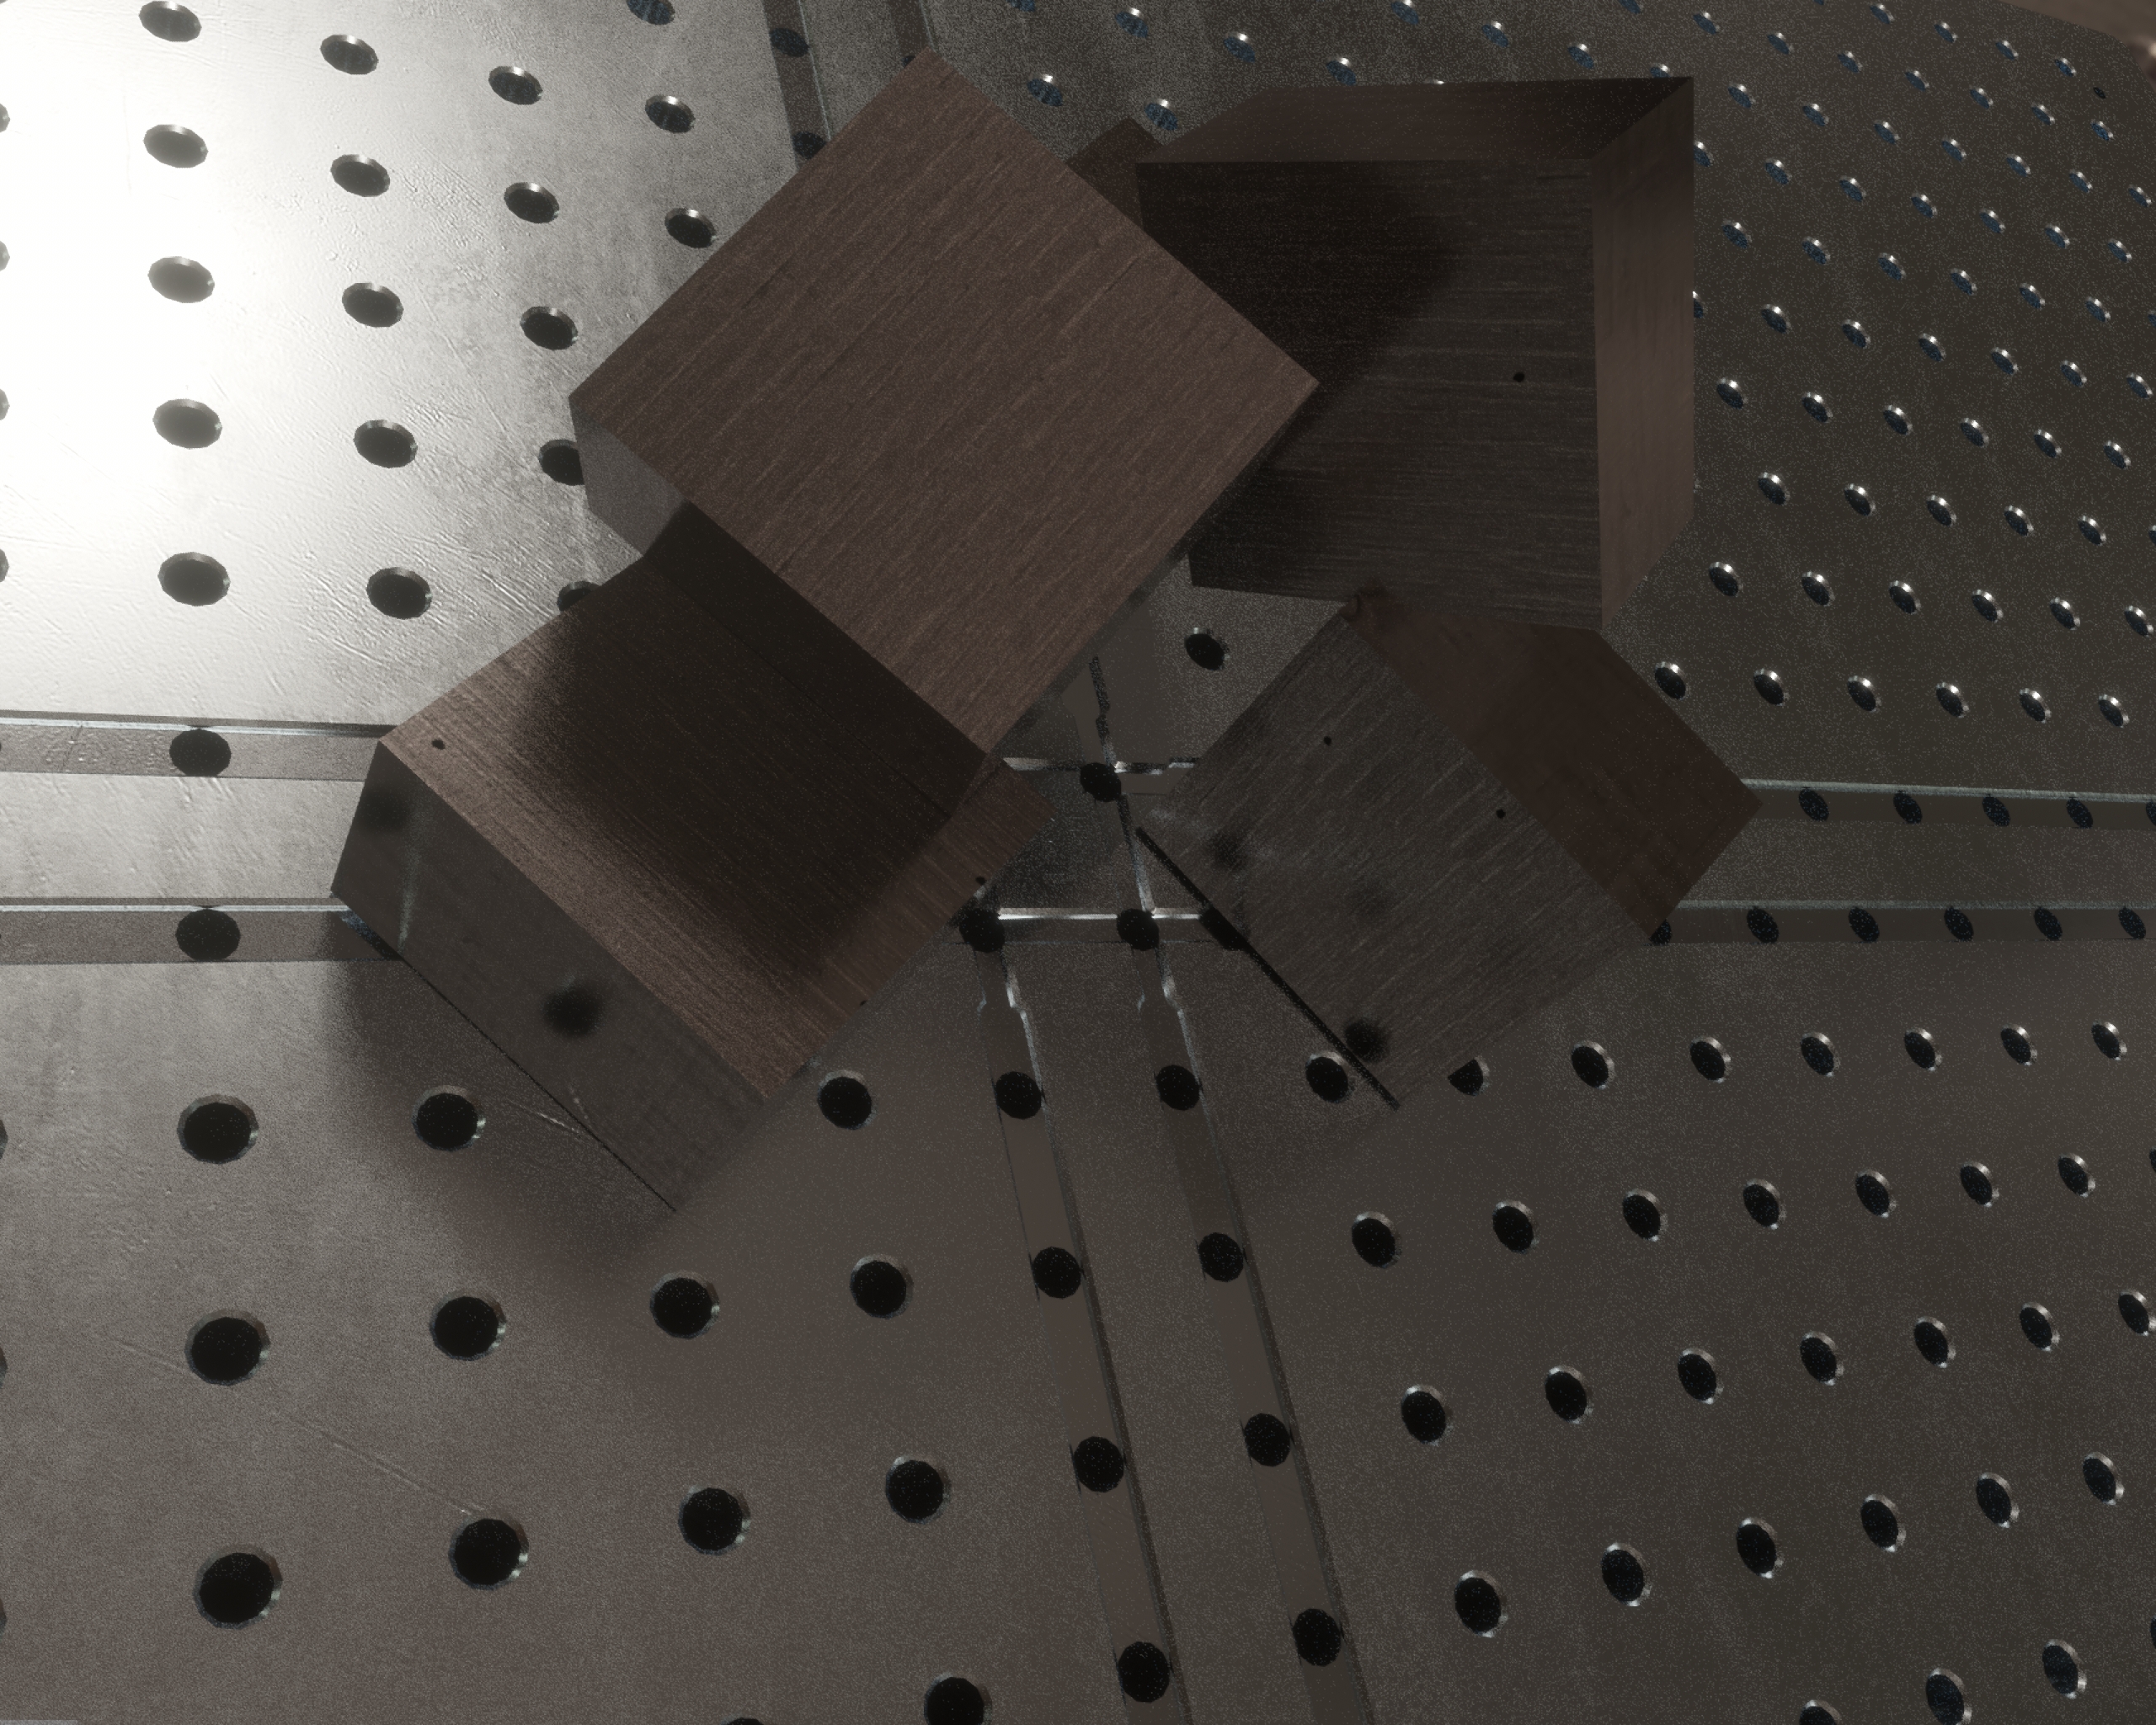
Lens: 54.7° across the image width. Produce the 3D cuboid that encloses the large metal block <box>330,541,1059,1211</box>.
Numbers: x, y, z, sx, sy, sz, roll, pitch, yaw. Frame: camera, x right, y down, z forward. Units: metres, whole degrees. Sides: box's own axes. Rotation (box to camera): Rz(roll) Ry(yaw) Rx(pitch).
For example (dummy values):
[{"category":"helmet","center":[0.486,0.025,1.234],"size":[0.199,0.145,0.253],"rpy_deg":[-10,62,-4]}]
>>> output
[{"category":"large metal block","center":[-0.065,-0.002,0.359],"size":[0.080,0.050,0.080],"rpy_deg":[43,51,1]}]

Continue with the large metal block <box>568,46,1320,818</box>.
[{"category":"large metal block","center":[-0.022,-0.067,0.338],"size":[0.080,0.050,0.080],"rpy_deg":[41,76,-1]}]

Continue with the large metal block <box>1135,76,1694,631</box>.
[{"category":"large metal block","center":[0.063,-0.092,0.374],"size":[0.080,0.079,0.050],"rpy_deg":[11,37,30]}]

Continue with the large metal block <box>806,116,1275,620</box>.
[{"category":"large metal block","center":[-0.008,-0.091,0.424],"size":[0.050,0.080,0.080],"rpy_deg":[41,51,-1]}]

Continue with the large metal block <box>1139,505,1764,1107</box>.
[{"category":"large metal block","center":[0.072,-0.010,0.417],"size":[0.080,0.080,0.050],"rpy_deg":[47,51,4]}]
